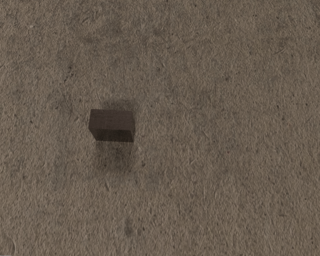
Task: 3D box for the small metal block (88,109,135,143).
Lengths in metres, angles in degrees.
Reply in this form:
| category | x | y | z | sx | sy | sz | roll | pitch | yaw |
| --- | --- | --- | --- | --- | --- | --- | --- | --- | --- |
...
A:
| category | x | y | z | sx | sy | sz | roll | pitch | yaw |
| --- | --- | --- | --- | --- | --- | --- | --- | --- | --- |
| small metal block | -0.060 | -0.002 | 0.395 | 0.050 | 0.050 | 0.025 | 3 | 70 | 1 |
